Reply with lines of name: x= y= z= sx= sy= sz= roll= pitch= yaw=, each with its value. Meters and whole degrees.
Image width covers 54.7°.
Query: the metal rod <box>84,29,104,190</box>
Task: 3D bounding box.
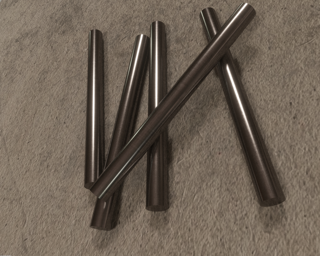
metal rod: x=-0.102 y=-0.048 z=0.484 sx=0.025 sy=0.025 sz=0.299 roll=-19 pitch=54 yaw=17

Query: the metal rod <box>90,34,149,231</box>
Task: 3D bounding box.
metal rod: x=-0.049 y=-0.012 z=0.435 sx=0.025 sy=0.025 sz=0.299 roll=-5 pitch=59 yaw=25

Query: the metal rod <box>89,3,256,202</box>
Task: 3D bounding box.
metal rod: x=0.021 y=-0.038 z=0.381 sx=0.025 sy=0.025 sz=0.300 roll=32 pitch=79 yaw=37

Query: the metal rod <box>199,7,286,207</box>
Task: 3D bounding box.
metal rod: x=0.091 y=-0.050 z=0.386 sx=0.025 sy=0.025 sz=0.299 roll=-20 pitch=54 yaw=16

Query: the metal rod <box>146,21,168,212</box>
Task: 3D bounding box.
metal rod: x=-0.004 y=-0.037 z=0.427 sx=0.025 sy=0.025 sz=0.299 roll=-13 pitch=56 yaw=20
